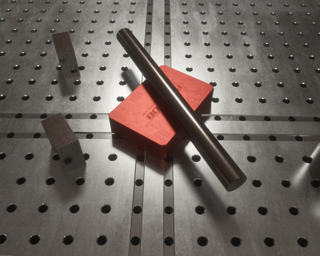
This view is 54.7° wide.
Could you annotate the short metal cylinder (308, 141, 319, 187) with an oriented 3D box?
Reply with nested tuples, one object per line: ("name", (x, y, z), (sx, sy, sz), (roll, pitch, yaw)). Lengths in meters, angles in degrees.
("short metal cylinder", (0.225, 0.038, 0.362), (0.081, 0.050, 0.080), (0, 50, 0))

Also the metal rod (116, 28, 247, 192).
("metal rod", (0.011, -0.044, 0.405), (0.025, 0.025, 0.300), (-21, 53, -17))

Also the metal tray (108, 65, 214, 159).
("metal tray", (0.005, -0.028, 0.428), (0.090, 0.030, 0.131), (28, 55, 21))

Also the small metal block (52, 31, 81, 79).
("small metal block", (-0.147, -0.114, 0.486), (0.025, 0.050, 0.050), (-16, 52, -13))

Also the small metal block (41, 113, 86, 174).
("small metal block", (-0.116, 0.018, 0.374), (0.025, 0.050, 0.050), (-28, 56, -21))
